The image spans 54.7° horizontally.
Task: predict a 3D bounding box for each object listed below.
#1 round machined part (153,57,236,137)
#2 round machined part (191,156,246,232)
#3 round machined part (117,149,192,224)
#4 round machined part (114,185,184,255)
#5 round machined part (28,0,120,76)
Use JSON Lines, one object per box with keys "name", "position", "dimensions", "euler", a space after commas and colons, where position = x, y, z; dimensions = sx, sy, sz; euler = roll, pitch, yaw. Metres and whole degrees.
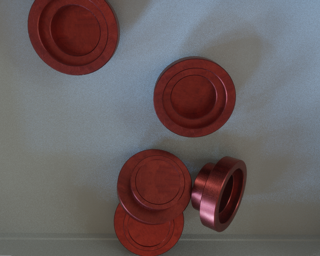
{"name": "round machined part", "position": [0.041, -0.041, 0.388], "dimensions": [0.099, 0.042, 0.097], "euler": [0, 110, -1]}
{"name": "round machined part", "position": [0.077, 0.084, 0.415], "dimensions": [0.042, 0.099, 0.097], "euler": [16, 114, 33]}
{"name": "round machined part", "position": [-0.005, 0.073, 0.401], "dimensions": [0.099, 0.042, 0.098], "euler": [4, 67, -9]}
{"name": "round machined part", "position": [-0.015, 0.131, 0.432], "dimensions": [0.099, 0.042, 0.097], "euler": [0, 87, -2]}
{"name": "round machined part", "position": [-0.096, -0.113, 0.359], "dimensions": [0.099, 0.042, 0.097], "euler": [0, 110, -1]}
